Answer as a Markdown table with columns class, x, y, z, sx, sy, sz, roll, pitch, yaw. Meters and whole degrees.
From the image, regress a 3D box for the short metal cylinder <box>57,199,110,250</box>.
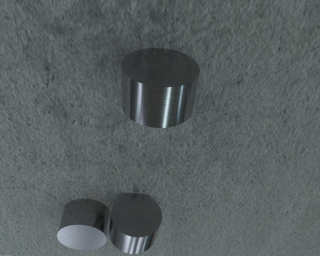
| class | x | y | z | sx | sy | sz | roll | pitch | yaw |
| --- | --- | --- | --- | --- | --- | --- | --- | --- | --- |
| short metal cylinder | -0.129 | 0.166 | 0.530 | 0.081 | 0.050 | 0.079 | 0 | 130 | 0 |

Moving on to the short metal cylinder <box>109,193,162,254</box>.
| class | x | y | z | sx | sy | sz | roll | pitch | yaw |
| --- | --- | --- | --- | --- | --- | --- | --- | --- | --- |
| short metal cylinder | -0.041 | 0.154 | 0.501 | 0.081 | 0.080 | 0.050 | 8 | 130 | -7 |

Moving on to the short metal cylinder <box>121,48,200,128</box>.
| class | x | y | z | sx | sy | sz | roll | pitch | yaw |
| --- | --- | --- | --- | --- | --- | --- | --- | --- | --- |
| short metal cylinder | -0.001 | -0.045 | 0.333 | 0.081 | 0.080 | 0.050 | 3 | 130 | -3 |
